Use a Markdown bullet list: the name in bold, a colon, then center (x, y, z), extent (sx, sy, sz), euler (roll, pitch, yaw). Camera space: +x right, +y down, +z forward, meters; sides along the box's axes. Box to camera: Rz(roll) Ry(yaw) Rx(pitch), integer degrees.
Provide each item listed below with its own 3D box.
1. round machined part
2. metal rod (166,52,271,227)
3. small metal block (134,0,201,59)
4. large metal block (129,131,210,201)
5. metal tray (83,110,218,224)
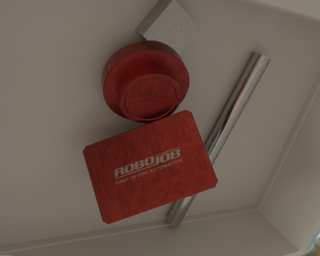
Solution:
- **round machined part**: center (-0.014, -0.043, 0.347), extent (0.099, 0.042, 0.097), euler (-9, 135, -9)
- **metal rod**: center (0.082, 0.028, 0.473), extent (0.025, 0.025, 0.298), euler (12, 112, -34)
- **small metal block**: center (0.009, -0.110, 0.347), extent (0.050, 0.025, 0.050), euler (-49, 129, 6)
- **large metal block**: center (0.008, 0.050, 0.400), extent (0.081, 0.080, 0.050), euler (-7, 154, -25)
- **metal tray**: center (-0.011, 0.044, 0.351), extent (0.131, 0.090, 0.030), euler (-20, 167, 3)
